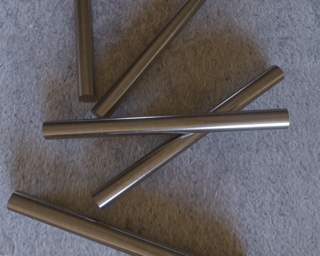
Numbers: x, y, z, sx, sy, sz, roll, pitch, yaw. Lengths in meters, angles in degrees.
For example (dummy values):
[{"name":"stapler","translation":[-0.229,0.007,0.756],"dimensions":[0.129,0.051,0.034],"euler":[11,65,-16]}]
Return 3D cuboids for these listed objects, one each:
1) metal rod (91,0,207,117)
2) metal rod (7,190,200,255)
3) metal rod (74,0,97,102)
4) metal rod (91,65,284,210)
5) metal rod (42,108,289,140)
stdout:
[{"name":"metal rod","translation":[0.005,-0.130,0.455],"dimensions":[0.025,0.025,0.300],"euler":[34,73,11]},{"name":"metal rod","translation":[-0.034,0.133,0.359],"dimensions":[0.301,0.025,0.025],"euler":[18,71,6]},{"name":"metal rod","translation":[-0.117,-0.180,0.472],"dimensions":[0.025,0.025,0.299],"euler":[-7,70,-3]},{"name":"metal rod","translation":[0.045,0.005,0.406],"dimensions":[0.301,0.025,0.025],"euler":[-35,74,-12]},{"name":"metal rod","translation":[0.001,-0.004,0.388],"dimensions":[0.302,0.025,0.025],"euler":[-3,70,7]}]
